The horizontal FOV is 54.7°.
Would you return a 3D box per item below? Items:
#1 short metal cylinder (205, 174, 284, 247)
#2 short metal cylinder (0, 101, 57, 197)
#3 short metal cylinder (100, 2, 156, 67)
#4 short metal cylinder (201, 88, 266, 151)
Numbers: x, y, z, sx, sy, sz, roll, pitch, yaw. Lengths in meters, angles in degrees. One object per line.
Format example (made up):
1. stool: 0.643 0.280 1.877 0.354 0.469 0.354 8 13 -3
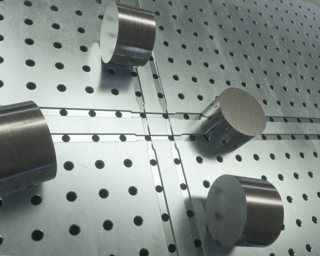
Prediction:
1. short metal cylinder: 0.097 0.098 0.365 0.050 0.080 0.080 11 57 -22
2. short metal cylinder: -0.137 0.018 0.288 0.050 0.080 0.080 -17 71 -35
3. short metal cylinder: -0.046 -0.126 0.425 0.050 0.080 0.080 2 61 -27
4. short metal cylinder: 0.108 -0.013 0.457 0.081 0.050 0.080 14 56 -21
